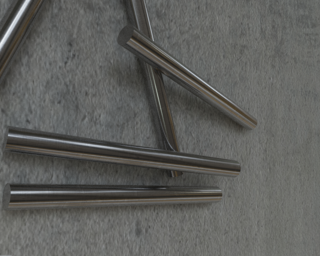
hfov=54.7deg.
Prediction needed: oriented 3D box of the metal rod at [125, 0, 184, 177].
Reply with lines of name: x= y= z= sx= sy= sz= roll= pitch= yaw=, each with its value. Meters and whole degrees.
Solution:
metal rod: x=-0.012 y=-0.080 z=0.396 sx=0.025 sy=0.025 sz=0.298 roll=-22 pitch=104 yaw=-38

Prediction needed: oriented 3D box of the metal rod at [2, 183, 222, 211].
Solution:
metal rod: x=-0.028 y=0.083 z=0.383 sx=0.302 sy=0.025 sz=0.025 roll=10 pitch=84 yaw=-40

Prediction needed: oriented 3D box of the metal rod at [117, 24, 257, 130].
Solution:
metal rod: x=0.061 y=-0.054 z=0.436 sx=0.301 sy=0.025 sz=0.025 roll=25 pitch=74 yaw=-44

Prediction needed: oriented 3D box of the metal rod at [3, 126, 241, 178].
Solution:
metal rod: x=-0.018 y=0.035 z=0.367 sx=0.302 sy=0.025 sz=0.025 roll=11 pitch=83 yaw=-32

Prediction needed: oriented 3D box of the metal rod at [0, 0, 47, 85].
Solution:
metal rod: x=-0.137 y=-0.093 z=0.290 sx=0.025 sy=0.025 sz=0.299 roll=32 pitch=70 yaw=-36
